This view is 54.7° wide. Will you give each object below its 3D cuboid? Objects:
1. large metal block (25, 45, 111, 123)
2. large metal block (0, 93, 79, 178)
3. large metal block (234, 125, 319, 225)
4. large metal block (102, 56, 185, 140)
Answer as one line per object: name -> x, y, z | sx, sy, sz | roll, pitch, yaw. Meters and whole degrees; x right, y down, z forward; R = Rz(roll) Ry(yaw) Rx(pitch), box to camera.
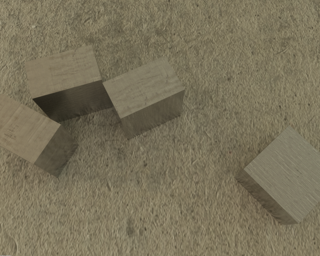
large metal block -> -0.113, -0.053, 0.397 | 0.081, 0.080, 0.050 | -17, 71, -6
large metal block -> -0.155, 0.013, 0.373 | 0.080, 0.080, 0.050 | 27, 72, 9
large metal block -> 0.152, 0.058, 0.375 | 0.080, 0.050, 0.080 | -40, 75, -13
large metal block -> -0.019, -0.035, 0.391 | 0.080, 0.080, 0.050 | -25, 72, -9
